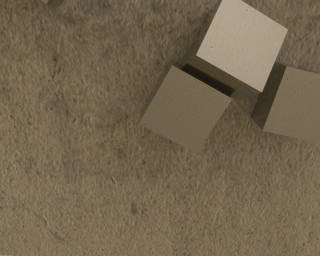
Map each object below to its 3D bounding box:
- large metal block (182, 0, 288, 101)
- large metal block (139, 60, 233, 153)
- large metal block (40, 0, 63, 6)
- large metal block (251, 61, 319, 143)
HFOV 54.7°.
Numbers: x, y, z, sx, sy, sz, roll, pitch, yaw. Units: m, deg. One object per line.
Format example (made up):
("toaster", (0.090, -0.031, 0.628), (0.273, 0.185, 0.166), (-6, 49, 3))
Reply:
("large metal block", (0.082, -0.088, 0.348), (0.080, 0.050, 0.080), (27, 79, -10))
("large metal block", (0.029, -0.028, 0.387), (0.080, 0.050, 0.080), (27, 108, -10))
("large metal block", (-0.129, -0.189, 0.325), (0.080, 0.050, 0.080), (32, 107, -12))
("large metal block", (0.172, -0.033, 0.387), (0.081, 0.050, 0.079), (12, 110, -5))
